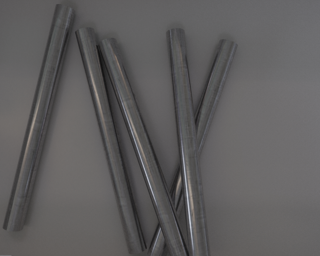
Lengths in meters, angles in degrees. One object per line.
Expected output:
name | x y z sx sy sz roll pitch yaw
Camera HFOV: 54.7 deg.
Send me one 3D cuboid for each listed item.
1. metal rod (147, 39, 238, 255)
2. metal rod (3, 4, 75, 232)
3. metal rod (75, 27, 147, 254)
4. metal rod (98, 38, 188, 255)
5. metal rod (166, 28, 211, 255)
metal rod | 0.043 0.029 0.411 0.025 0.025 0.299 19 90 0
metal rod | -0.160 -0.013 0.409 0.025 0.025 0.298 13 90 0
metal rod | -0.065 0.017 0.410 0.025 0.025 0.298 -14 90 0
metal rod | -0.020 0.027 0.395 0.025 0.025 0.299 -19 84 0
metal rod | 0.035 0.020 0.387 0.025 0.025 0.298 -6 81 0
